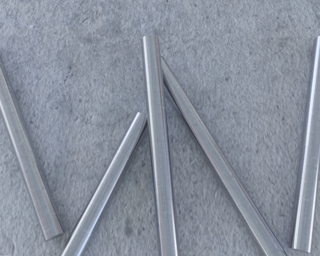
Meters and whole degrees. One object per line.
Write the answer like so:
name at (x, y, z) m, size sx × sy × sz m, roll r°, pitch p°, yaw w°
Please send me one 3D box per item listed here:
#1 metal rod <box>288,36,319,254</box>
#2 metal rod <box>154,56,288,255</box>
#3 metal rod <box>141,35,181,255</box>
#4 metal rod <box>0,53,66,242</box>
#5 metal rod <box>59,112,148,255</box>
metal rod at (0.201, 0.006, 0.408) m, size 0.025 × 0.025 × 0.299 m, roll 15°, pitch 70°, yaw 5°
metal rod at (0.065, 0.029, 0.398) m, size 0.025 × 0.025 × 0.299 m, roll -27°, pitch 72°, yaw -10°
metal rod at (0.000, 0.023, 0.385) m, size 0.025 × 0.025 × 0.299 m, roll -5°, pitch 75°, yaw -2°
metal rod at (-0.187, 0.001, 0.405) m, size 0.025 × 0.025 × 0.299 m, roll -25°, pitch 72°, yaw -9°
metal rod at (-0.085, 0.113, 0.365) m, size 0.025 × 0.025 × 0.300 m, roll 24°, pitch 71°, yaw 8°
